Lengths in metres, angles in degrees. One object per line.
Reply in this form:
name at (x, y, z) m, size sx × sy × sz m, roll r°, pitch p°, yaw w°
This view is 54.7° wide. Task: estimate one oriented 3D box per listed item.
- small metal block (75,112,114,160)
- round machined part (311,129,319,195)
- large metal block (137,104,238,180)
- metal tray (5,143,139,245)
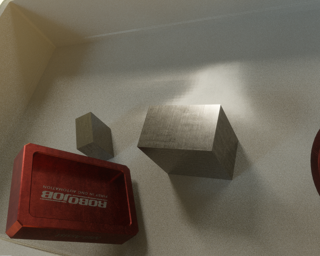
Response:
small metal block at (-0.090, 0.014, 0.426) m, size 0.025 × 0.050 × 0.050 m, roll -24°, pitch 53°, yaw 14°
round machined part at (0.178, 0.033, 0.258) m, size 0.042 × 0.097 × 0.098 m, roll -1°, pitch 53°, yaw -15°
large metal block at (0.034, 0.017, 0.341) m, size 0.080 × 0.080 × 0.050 m, roll 1°, pitch 63°, yaw 28°
metal tray at (-0.090, 0.074, 0.337) m, size 0.030 × 0.131 × 0.090 m, roll -43°, pitch 44°, yaw 33°
